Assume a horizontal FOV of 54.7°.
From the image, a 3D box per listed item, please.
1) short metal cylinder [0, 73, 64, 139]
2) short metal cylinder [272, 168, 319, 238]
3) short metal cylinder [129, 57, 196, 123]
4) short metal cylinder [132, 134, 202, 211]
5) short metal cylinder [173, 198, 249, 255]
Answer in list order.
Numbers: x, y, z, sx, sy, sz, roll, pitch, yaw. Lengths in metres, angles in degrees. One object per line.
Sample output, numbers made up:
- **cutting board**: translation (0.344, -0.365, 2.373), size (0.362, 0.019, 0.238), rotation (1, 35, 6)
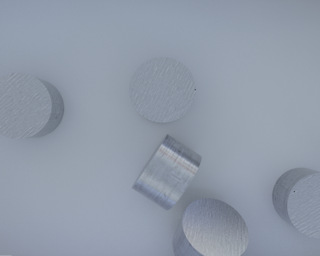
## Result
- **short metal cylinder**: translation (-0.171, -0.027, 0.397), size (0.081, 0.050, 0.079), rotation (0, 90, -1)
- **short metal cylinder**: translation (0.195, 0.095, 0.402), size (0.081, 0.050, 0.079), rotation (0, 90, -1)
- **short metal cylinder**: translation (0.003, -0.046, 0.399), size (0.081, 0.050, 0.079), rotation (0, 90, -1)
- **short metal cylinder**: translation (0.008, 0.054, 0.384), size (0.050, 0.080, 0.080), rotation (34, 90, 0)
- **short metal cylinder**: translation (0.060, 0.134, 0.378), size (0.080, 0.080, 0.050), rotation (15, 131, -1)
